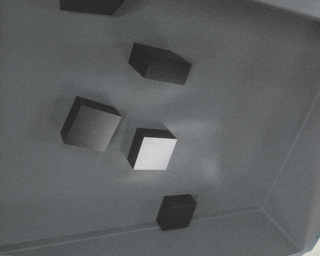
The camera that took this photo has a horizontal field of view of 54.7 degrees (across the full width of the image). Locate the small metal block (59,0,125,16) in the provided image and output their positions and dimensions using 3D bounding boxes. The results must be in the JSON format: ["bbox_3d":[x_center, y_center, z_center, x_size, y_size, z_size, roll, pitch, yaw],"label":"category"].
[{"bbox_3d":[-0.061,-0.125,0.278,0.050,0.050,0.025,-4,89,-27],"label":"small metal block"}]

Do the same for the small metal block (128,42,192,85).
[{"bbox_3d":[-0.001,-0.072,0.347,0.050,0.050,0.025,5,116,-31],"label":"small metal block"}]

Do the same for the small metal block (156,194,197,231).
[{"bbox_3d":[0.027,0.138,0.508,0.050,0.025,0.050,2,117,-30],"label":"small metal block"}]

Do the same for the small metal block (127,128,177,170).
[{"bbox_3d":[-0.011,0.029,0.420,0.050,0.025,0.050,5,116,-31],"label":"small metal block"}]

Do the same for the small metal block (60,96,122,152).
[{"bbox_3d":[-0.081,-0.004,0.362,0.050,0.025,0.050,17,110,-35],"label":"small metal block"}]
